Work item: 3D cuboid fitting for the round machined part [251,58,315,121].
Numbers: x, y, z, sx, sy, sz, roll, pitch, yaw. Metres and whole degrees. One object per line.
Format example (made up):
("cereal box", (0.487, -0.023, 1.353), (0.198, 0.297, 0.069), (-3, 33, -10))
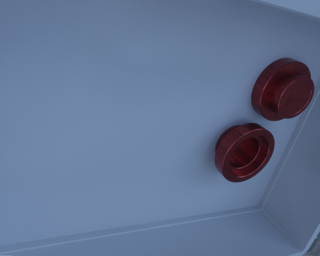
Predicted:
("round machined part", (0.192, -0.053, 0.469), (0.099, 0.042, 0.097), (-14, 124, -21))

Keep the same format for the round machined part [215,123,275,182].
("round machined part", (0.127, 0.034, 0.488), (0.099, 0.042, 0.097), (-14, 124, -21))
